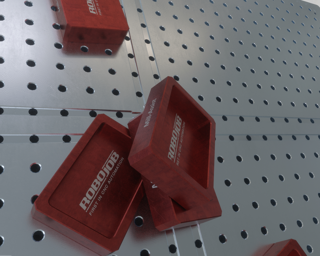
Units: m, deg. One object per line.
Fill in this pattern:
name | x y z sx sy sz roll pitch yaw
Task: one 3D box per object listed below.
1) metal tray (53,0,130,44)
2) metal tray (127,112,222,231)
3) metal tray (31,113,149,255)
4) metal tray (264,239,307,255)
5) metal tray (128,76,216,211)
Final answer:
metal tray | -0.108 -0.186 0.460 0.091 0.030 0.130 -6 65 -31
metal tray | 0.018 0.047 0.364 0.091 0.030 0.130 11 54 -49
metal tray | -0.061 0.056 0.337 0.090 0.030 0.130 33 51 -7
metal tray | 0.140 0.202 0.355 0.131 0.030 0.090 -24 75 -36
metal tray | 0.021 0.012 0.341 0.090 0.030 0.130 42 35 -22
